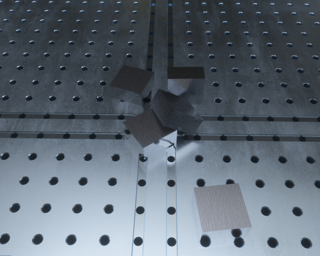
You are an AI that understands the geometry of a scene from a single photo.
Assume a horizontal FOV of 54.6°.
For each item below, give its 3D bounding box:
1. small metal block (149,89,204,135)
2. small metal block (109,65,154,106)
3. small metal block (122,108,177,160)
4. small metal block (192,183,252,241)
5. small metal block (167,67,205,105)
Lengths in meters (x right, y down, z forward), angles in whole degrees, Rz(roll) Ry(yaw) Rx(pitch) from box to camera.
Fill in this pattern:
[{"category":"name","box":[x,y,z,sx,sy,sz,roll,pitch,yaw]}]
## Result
[{"category":"small metal block","box":[0.021,-0.021,0.404,0.050,0.025,0.050,17,28,-36]},{"category":"small metal block","box":[-0.041,-0.064,0.462,0.050,0.025,0.050,16,52,13]},{"category":"small metal block","box":[-0.013,0.006,0.403,0.050,0.025,0.050,-28,55,-21]},{"category":"small metal block","box":[0.064,0.090,0.333,0.050,0.025,0.050,-5,50,-4]},{"category":"small metal block","box":[0.036,-0.060,0.442,0.050,0.050,0.025,-1,50,-1]}]
